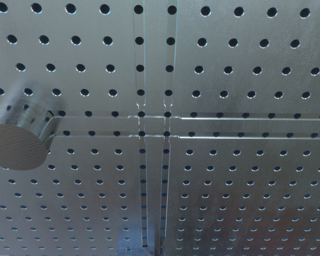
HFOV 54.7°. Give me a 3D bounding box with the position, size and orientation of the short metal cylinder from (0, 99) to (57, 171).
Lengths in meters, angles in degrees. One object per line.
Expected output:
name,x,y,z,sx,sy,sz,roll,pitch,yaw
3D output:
short metal cylinder,-0.181,0.010,0.401,0.081,0.050,0.079,0,130,0

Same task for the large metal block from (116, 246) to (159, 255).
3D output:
large metal block,-0.042,0.293,0.645,0.080,0.050,0.080,-9,130,7
